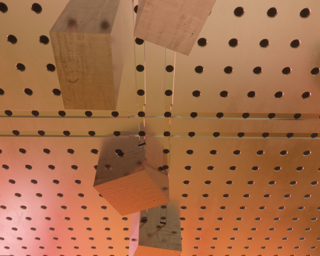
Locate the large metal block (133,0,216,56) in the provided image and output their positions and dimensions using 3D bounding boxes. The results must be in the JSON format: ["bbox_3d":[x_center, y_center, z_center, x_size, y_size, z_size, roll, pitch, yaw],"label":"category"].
[{"bbox_3d":[0.016,-0.124,0.271,0.050,0.080,0.079,17,128,-14],"label":"large metal block"}]

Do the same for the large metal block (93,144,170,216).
[{"bbox_3d":[-0.040,0.080,0.463,0.080,0.050,0.080,-20,128,16],"label":"large metal block"}]

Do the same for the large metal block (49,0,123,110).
[{"bbox_3d":[-0.068,-0.074,0.311,0.050,0.080,0.079,2,130,-2],"label":"large metal block"}]

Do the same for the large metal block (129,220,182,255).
[{"bbox_3d":[-0.011,0.224,0.586,0.081,0.050,0.079,13,129,-11],"label":"large metal block"}]
